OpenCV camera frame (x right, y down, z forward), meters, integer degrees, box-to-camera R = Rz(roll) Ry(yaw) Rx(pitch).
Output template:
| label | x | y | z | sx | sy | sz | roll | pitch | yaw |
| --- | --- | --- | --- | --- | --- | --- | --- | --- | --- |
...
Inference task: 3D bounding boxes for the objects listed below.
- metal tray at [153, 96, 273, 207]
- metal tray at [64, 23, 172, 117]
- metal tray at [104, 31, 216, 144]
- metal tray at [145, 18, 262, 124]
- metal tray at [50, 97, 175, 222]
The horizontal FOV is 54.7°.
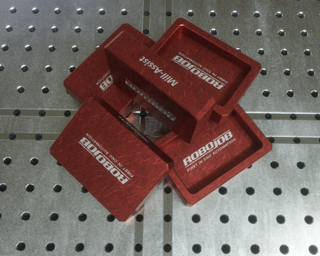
| label | x | y | z | sx | sy | sz | roll | pitch | yaw |
| --- | --- | --- | --- | --- | --- | --- | --- | --- | --- |
| metal tray | 0.064 | 0.028 | 0.398 | 0.131 | 0.030 | 0.090 | -32 | 73 | -11 |
| metal tray | -0.056 | -0.076 | 0.435 | 0.090 | 0.030 | 0.130 | 37 | 74 | 12 |
| metal tray | -0.002 | -0.043 | 0.360 | 0.130 | 0.090 | 0.030 | 39 | 75 | 12 |
| metal tray | 0.052 | -0.077 | 0.405 | 0.130 | 0.030 | 0.090 | 34 | 73 | 11 |
| metal tray | -0.060 | 0.036 | 0.375 | 0.130 | 0.030 | 0.090 | 41 | 100 | 13 |
